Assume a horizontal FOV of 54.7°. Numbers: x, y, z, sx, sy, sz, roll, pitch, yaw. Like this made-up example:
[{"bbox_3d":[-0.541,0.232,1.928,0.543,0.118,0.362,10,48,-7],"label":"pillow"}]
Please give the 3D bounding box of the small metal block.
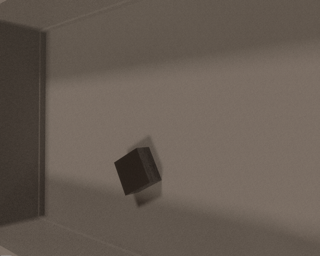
[{"bbox_3d":[-0.032,0.060,0.431,0.050,0.025,0.050,-34,69,34],"label":"small metal block"}]
